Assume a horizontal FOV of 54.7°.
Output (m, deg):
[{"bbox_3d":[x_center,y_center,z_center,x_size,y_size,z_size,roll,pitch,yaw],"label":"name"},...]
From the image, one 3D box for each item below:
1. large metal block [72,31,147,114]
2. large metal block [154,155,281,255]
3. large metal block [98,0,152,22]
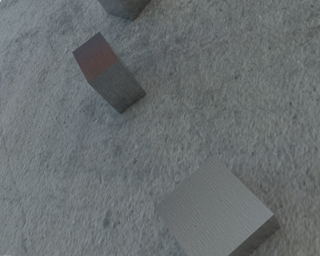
[{"bbox_3d":[-0.074,-0.080,0.455,0.050,0.080,0.080,-37,51,4],"label":"large metal block"},{"bbox_3d":[0.055,0.088,0.304,0.080,0.050,0.080,-42,51,-1],"label":"large metal block"},{"bbox_3d":[-0.062,-0.252,0.573,0.080,0.050,0.080,31,78,37],"label":"large metal block"}]
